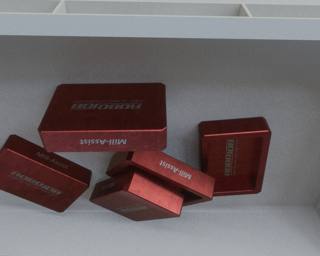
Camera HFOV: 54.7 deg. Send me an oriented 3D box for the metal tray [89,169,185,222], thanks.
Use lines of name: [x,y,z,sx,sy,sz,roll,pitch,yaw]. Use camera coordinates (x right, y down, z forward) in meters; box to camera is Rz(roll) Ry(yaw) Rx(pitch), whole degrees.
metal tray: [-0.037,0.104,0.454,0.090,0.030,0.130,30,149,-21]

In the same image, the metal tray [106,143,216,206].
metal tray: [0.000,0.068,0.434,0.131,0.030,0.090,28,150,-17]

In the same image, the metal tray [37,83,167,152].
metal tray: [-0.058,-0.015,0.352,0.131,0.090,0.030,-1,130,0]

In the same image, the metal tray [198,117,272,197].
metal tray: [0.103,0.046,0.446,0.091,0.030,0.129,-5,130,3]

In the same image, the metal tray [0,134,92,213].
metal tray: [-0.182,0.073,0.465,0.131,0.030,0.090,31,123,-25]
